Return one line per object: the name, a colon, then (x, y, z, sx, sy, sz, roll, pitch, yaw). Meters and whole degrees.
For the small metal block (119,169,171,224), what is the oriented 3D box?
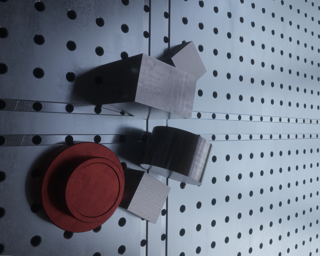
small metal block: (-0.020, 0.087, 0.395, 0.050, 0.025, 0.050, 39, 66, -34)

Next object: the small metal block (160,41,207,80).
small metal block: (0.034, -0.087, 0.439, 0.050, 0.025, 0.050, -45, 117, -31)

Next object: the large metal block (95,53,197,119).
large metal block: (-0.017, -0.043, 0.361, 0.081, 0.080, 0.050, 15, 81, -40)

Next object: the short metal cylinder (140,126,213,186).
short metal cylinder: (0.021, 0.036, 0.393, 0.080, 0.080, 0.050, 30, 71, -36)

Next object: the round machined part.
round machined part: (-0.078, 0.064, 0.334, 0.099, 0.042, 0.097, 0, 90, -40)
